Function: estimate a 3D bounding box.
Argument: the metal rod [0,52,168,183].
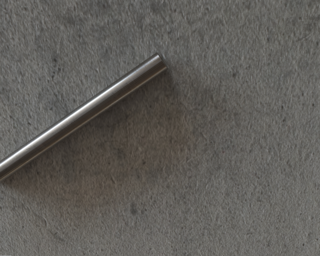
[{"bbox_3d":[-0.121,-0.003,0.406,0.300,0.025,0.025,-33,107,11],"label":"metal rod"}]
